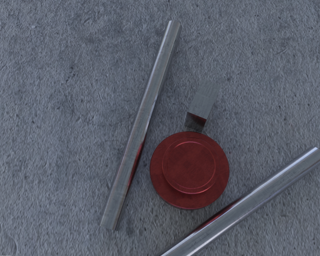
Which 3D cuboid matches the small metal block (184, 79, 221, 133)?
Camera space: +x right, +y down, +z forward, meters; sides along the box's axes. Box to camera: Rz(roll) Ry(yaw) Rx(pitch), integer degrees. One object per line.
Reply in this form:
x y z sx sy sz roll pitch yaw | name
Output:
0.055 -0.028 0.406 0.025 0.050 0.050 23 72 8 | small metal block

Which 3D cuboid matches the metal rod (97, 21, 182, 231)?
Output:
-0.020 -0.017 0.414 0.025 0.025 0.299 15 71 5 | metal rod

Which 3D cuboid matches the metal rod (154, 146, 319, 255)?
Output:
0.075 0.111 0.368 0.301 0.025 0.025 -31 73 -11 | metal rod

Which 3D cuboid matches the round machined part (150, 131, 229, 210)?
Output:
0.036 0.050 0.381 0.099 0.042 0.098 0 70 0 | round machined part
